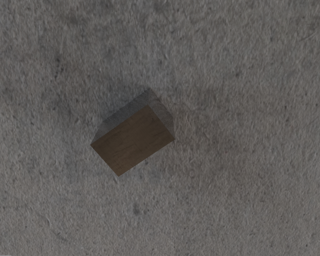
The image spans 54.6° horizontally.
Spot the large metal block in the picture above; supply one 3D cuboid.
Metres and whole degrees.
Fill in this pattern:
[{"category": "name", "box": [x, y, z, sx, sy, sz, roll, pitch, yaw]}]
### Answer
[{"category": "large metal block", "box": [-0.030, 0.002, 0.381, 0.080, 0.080, 0.050, -34, 107, 12]}]
